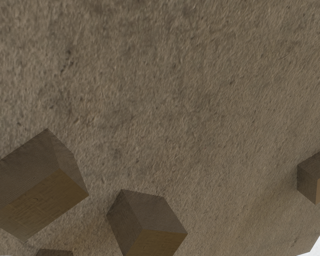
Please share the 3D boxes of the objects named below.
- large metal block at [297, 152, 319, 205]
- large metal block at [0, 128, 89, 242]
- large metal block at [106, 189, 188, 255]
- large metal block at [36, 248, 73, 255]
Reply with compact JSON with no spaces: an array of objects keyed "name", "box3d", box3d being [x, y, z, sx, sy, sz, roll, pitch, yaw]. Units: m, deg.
[{"name":"large metal block","box3d":[0.333,0.098,0.637,0.080,0.050,0.080,-27,128,-12]},{"name":"large metal block","box3d":[-0.134,0.058,0.335,0.080,0.080,0.050,-36,129,-5]},{"name":"large metal block","box3d":[-0.020,0.139,0.448,0.080,0.080,0.050,20,108,-36]},{"name":"large metal block","box3d":[-0.155,0.229,0.429,0.050,0.080,0.080,24,105,-37]}]
